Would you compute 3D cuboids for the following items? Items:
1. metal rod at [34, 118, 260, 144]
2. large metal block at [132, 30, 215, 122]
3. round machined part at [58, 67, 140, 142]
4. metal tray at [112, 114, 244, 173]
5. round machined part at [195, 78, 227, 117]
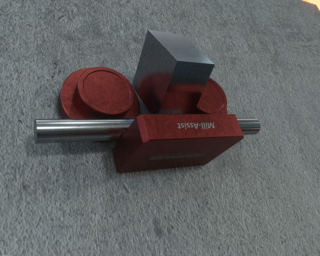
[{"bbox_3d":[0.007,0.000,0.384,0.303,0.025,0.025,-1,63,-29],"label":"metal rod"},{"bbox_3d":[0.012,-0.064,0.383,0.050,0.079,0.080,-2,39,-30],"label":"large metal block"},{"bbox_3d":[-0.070,-0.035,0.377,0.099,0.042,0.098,14,56,-21],"label":"round machined part"},{"bbox_3d":[0.020,0.019,0.364,0.131,0.090,0.030,-1,63,-29],"label":"metal tray"},{"bbox_3d":[0.057,-0.038,0.449,0.099,0.042,0.098,14,56,-21],"label":"round machined part"}]
